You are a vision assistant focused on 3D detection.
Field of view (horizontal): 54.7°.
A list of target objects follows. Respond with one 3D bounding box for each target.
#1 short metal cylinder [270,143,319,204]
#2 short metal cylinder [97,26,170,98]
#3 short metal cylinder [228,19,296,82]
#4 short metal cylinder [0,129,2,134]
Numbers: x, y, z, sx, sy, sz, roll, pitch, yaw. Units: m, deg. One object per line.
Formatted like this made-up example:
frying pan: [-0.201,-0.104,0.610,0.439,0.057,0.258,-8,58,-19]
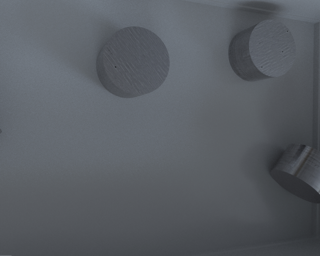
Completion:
short metal cylinder: [0.215,0.068,0.463,0.080,0.080,0.050,42,77,-16]
short metal cylinder: [-0.035,-0.079,0.385,0.081,0.050,0.079,0,90,-20]
short metal cylinder: [0.149,-0.111,0.454,0.081,0.050,0.079,0,90,-21]
short metal cylinder: [-0.208,-0.006,0.305,0.080,0.080,0.050,47,76,-15]
